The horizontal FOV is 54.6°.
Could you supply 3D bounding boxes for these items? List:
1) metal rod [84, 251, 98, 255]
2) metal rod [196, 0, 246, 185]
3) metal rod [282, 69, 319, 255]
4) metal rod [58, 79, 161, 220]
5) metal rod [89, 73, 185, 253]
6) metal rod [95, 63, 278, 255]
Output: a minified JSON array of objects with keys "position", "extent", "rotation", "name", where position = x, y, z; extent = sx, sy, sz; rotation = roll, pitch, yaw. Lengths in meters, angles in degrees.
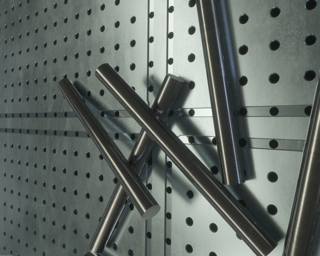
[{"position":[-0.005,0.247,0.414],"extent":[0.300,0.025,0.025],"rotation":[16,100,39],"name":"metal rod"},{"position":[0.063,-0.087,0.358],"extent":[0.025,0.025,0.299],"rotation":[-12,82,39],"name":"metal rod"},{"position":[0.143,0.047,0.291],"extent":[0.025,0.025,0.298],"rotation":[14,99,39],"name":"metal rod"},{"position":[-0.090,0.012,0.461],"extent":[0.300,0.025,0.025],"rotation":[48,119,37],"name":"metal rod"},{"position":[-0.041,0.063,0.444],"extent":[0.025,0.025,0.298],"rotation":[39,114,33],"name":"metal rod"},{"position":[0.017,0.024,0.371],"extent":[0.300,0.025,0.025],"rotation":[47,118,21],"name":"metal rod"}]
